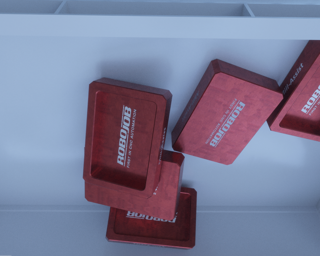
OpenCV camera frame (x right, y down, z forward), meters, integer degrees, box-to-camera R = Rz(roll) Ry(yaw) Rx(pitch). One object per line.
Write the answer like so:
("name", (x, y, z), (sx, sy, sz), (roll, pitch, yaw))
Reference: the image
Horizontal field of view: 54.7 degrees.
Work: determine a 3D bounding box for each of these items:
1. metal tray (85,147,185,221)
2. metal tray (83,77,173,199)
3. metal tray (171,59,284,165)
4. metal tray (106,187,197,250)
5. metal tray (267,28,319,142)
("metal tray", (-0.037, 0.069, 0.424), (0.131, 0.030, 0.089), (10, 113, 12))
("metal tray", (-0.041, 0.012, 0.370), (0.090, 0.030, 0.129), (13, 110, 11))
("metal tray", (0.080, -0.014, 0.395), (0.091, 0.030, 0.129), (16, 128, -14))
("metal tray", (-0.011, 0.132, 0.476), (0.131, 0.090, 0.030), (9, 154, -8))
("metal tray", (0.196, -0.045, 0.369), (0.091, 0.030, 0.129), (12, 129, -11))
